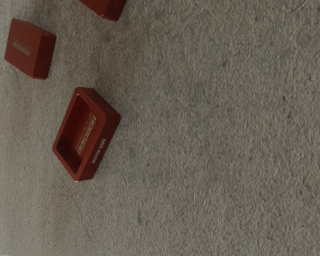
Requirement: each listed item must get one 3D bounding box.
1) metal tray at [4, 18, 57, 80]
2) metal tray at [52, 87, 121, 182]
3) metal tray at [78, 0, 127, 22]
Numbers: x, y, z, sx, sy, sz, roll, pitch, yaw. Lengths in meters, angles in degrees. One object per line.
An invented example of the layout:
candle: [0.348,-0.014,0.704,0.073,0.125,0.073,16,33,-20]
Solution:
metal tray: [-0.262,-0.159,0.618,0.130,0.030,0.089,30,109,36]
metal tray: [-0.123,0.010,0.503,0.090,0.030,0.129,42,116,31]
metal tray: [-0.096,-0.235,0.481,0.130,0.030,0.089,43,116,31]
